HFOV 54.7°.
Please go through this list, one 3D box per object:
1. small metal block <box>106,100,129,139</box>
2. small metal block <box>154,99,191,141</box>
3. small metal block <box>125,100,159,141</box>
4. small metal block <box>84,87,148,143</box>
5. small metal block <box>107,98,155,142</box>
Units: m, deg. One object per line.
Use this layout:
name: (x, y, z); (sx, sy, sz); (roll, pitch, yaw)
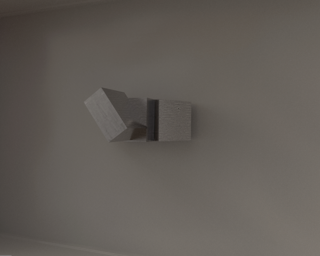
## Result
small metal block: (-0.057, -0.011, 0.412); (0.025, 0.050, 0.050); (1, 90, -14)
small metal block: (0.012, -0.009, 0.389); (0.025, 0.050, 0.050); (1, 90, 54)
small metal block: (-0.022, -0.010, 0.403); (0.025, 0.050, 0.050); (1, 90, 20)
small metal block: (-0.046, -0.013, 0.331); (0.025, 0.050, 0.050); (-37, 78, 17)
small metal block: (-0.034, -0.010, 0.367); (0.050, 0.025, 0.050); (1, 90, 20)
